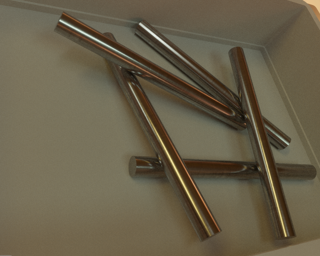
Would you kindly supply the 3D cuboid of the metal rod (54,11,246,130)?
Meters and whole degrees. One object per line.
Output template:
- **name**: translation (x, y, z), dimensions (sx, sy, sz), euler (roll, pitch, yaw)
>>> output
- **metal rod**: translation (0.008, -0.064, 0.416), dimensions (0.302, 0.025, 0.025), euler (25, 52, -26)

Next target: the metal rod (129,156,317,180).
- **metal rod**: translation (0.103, 0.058, 0.428), dimensions (0.302, 0.025, 0.025), euler (5, 59, -26)

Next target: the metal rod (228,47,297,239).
- **metal rod**: translation (0.140, 0.003, 0.447), dimensions (0.025, 0.025, 0.299), euler (9, 58, -24)

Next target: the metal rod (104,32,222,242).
- **metal rod**: translation (-0.012, -0.008, 0.380), dimensions (0.025, 0.025, 0.299), euler (-11, 60, -33)

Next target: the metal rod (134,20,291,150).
- **metal rod**: translation (0.085, -0.067, 0.494), dimensions (0.300, 0.025, 0.025), euler (38, 51, -3)
